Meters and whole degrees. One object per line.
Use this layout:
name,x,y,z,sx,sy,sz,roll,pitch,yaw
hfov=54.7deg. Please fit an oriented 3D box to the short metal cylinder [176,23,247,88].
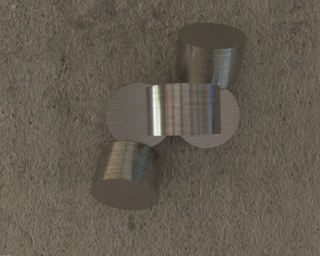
short metal cylinder,0.060,-0.090,0.377,0.081,0.080,0.050,1,128,-1

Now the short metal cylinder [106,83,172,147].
short metal cylinder,-0.025,-0.014,0.398,0.081,0.050,0.079,0,90,-1

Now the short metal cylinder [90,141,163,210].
short metal cylinder,-0.039,0.060,0.376,0.081,0.080,0.050,7,51,-1

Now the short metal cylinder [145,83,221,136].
short metal cylinder,0.025,-0.018,0.334,0.081,0.080,0.050,-1,90,-1

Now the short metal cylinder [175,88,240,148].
short metal cylinder,0.056,-0.016,0.399,0.081,0.050,0.079,0,90,-1
